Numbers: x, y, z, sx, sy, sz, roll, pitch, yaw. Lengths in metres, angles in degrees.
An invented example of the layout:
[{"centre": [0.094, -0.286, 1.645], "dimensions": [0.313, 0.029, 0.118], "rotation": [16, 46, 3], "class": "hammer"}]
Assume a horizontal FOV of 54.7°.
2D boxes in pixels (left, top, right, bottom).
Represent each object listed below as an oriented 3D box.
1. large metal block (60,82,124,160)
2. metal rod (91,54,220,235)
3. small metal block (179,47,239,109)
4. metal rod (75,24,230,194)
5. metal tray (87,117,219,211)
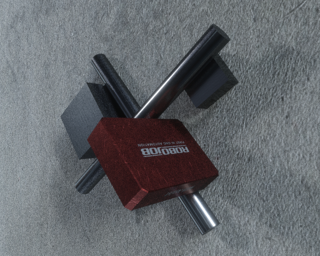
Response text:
[{"centre": [-0.095, -0.010, 0.465], "dimensions": [0.080, 0.050, 0.080], "rotation": [-44, 64, 31], "class": "large metal block"}, {"centre": [-0.018, 0.005, 0.420], "dimensions": [0.025, 0.025, 0.299], "rotation": [-49, 61, 28], "class": "metal rod"}, {"centre": [0.054, -0.057, 0.360], "dimensions": [0.050, 0.025, 0.050], "rotation": [-43, 65, 31], "class": "small metal block"}, {"centre": [-0.026, -0.005, 0.393], "dimensions": [0.299, 0.025, 0.025], "rotation": [-46, 63, 29], "class": "metal rod"}, {"centre": [-0.002, 0.032, 0.337], "dimensions": [0.030, 0.131, 0.090], "rotation": [-50, 60, 29], "class": "metal tray"}]
